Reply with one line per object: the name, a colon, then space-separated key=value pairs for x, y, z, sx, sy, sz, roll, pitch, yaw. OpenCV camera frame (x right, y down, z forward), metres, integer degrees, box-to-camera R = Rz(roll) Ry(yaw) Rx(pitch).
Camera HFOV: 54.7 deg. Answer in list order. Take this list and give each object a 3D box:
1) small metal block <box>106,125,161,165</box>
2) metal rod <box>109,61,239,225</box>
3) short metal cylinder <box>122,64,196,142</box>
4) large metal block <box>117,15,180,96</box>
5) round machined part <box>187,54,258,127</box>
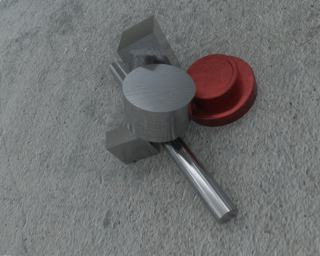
small metal block: x=-0.034 y=0.020 z=0.394 sx=0.050 sy=0.050 sz=0.025 roll=-19 pitch=54 yaw=16
metal rod: x=0.000 y=-0.004 z=0.407 sx=0.025 sy=0.025 sz=0.300 roll=-38 pitch=51 yaw=2
short metal cylinder: x=-0.002 y=-0.030 z=0.360 sx=0.081 sy=0.050 sz=0.080 roll=2 pitch=49 yaw=-2
large metal block: x=-0.011 y=-0.095 z=0.419 sx=0.050 sy=0.080 sz=0.080 roll=-25 pitch=31 yaw=15
round machined part: x=0.069 y=-0.054 z=0.390 sx=0.098 sy=0.042 sz=0.098 roll=-13 pitch=56 yaw=20
